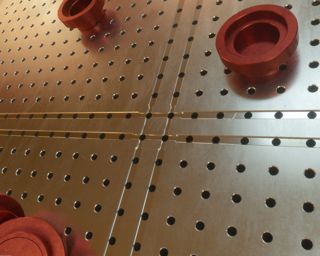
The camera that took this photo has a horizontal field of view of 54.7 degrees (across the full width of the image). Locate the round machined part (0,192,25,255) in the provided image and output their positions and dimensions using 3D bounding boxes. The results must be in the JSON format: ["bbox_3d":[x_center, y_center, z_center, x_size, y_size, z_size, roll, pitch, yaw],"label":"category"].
[{"bbox_3d":[-0.217,0.132,0.390,0.042,0.098,0.098,10,67,40],"label":"round machined part"}]

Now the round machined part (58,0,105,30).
[{"bbox_3d":[-0.151,-0.235,0.618,0.098,0.042,0.098,-13,56,20],"label":"round machined part"}]

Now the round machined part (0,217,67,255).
[{"bbox_3d":[-0.159,0.152,0.354,0.099,0.042,0.098,3,75,-9],"label":"round machined part"}]

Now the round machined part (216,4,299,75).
[{"bbox_3d":[0.125,-0.107,0.397,0.098,0.042,0.098,-13,56,20],"label":"round machined part"}]
